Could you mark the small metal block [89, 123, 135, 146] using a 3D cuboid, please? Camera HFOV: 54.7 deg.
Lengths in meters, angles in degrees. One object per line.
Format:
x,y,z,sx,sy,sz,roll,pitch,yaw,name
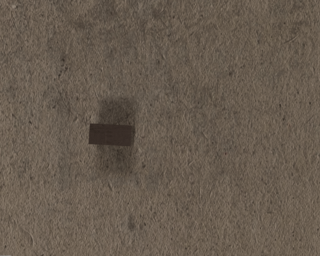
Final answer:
-0.060,0.008,0.397,0.050,0.050,0.025,3,90,-1,small metal block
